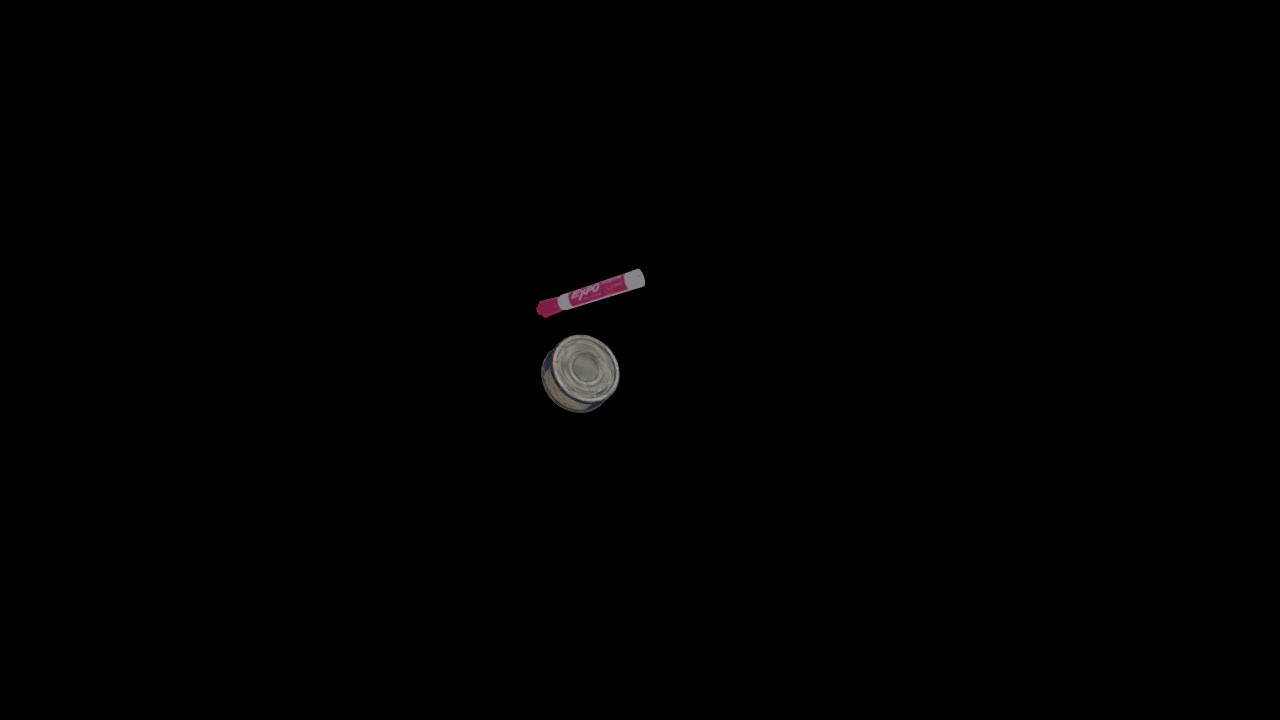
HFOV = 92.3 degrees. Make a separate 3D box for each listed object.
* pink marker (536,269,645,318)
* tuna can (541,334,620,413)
[{"bbox_3d":[-0.053,-0.067,0.632,0.121,0.020,0.020,-15,-5,19],"label":"pink marker"},{"bbox_3d":[-0.065,0.014,0.687,0.084,0.084,0.034,0,-22,-30],"label":"tuna can"}]
